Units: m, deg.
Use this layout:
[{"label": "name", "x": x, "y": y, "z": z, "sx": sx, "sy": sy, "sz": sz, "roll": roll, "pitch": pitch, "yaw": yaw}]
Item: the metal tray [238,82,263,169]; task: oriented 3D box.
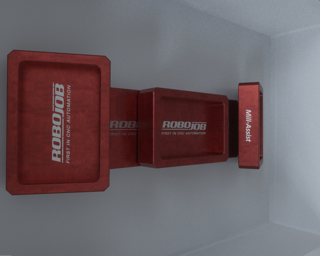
[{"label": "metal tray", "x": 0.148, "y": -0.004, "z": 0.500, "sx": 0.090, "sy": 0.030, "sz": 0.129, "roll": 0, "pitch": 90, "yaw": -68}]

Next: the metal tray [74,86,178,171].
[{"label": "metal tray", "x": -0.036, "y": 0.000, "z": 0.373, "sx": 0.131, "sy": 0.030, "sz": 0.089, "roll": 0, "pitch": 90, "yaw": -40}]

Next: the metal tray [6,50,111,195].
[{"label": "metal tray", "x": -0.095, "y": -0.005, "z": 0.298, "sx": 0.091, "sy": 0.030, "sz": 0.129, "roll": 1, "pitch": 90, "yaw": -15}]

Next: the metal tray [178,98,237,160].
[{"label": "metal tray", "x": 0.065, "y": 0.001, "z": 0.456, "sx": 0.131, "sy": 0.030, "sz": 0.089, "roll": 0, "pitch": 90, "yaw": -40}]

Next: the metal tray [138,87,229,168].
[{"label": "metal tray", "x": 0.034, "y": 0.000, "z": 0.390, "sx": 0.131, "sy": 0.030, "sz": 0.089, "roll": 1, "pitch": 89, "yaw": -40}]
